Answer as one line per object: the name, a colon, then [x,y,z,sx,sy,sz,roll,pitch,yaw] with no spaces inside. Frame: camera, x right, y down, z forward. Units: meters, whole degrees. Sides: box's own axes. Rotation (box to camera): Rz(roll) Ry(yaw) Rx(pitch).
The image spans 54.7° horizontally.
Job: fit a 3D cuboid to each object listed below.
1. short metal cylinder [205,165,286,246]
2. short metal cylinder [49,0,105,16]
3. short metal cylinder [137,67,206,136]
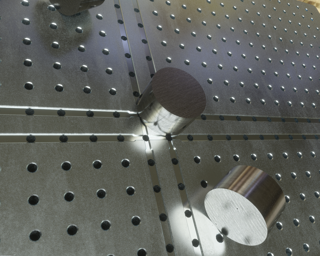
short metal cylinder: [0.102,0.092,0.373,0.080,0.080,0.050,50,51,6]
short metal cylinder: [-0.120,-0.205,0.434,0.080,0.080,0.050,47,51,4]
short metal cylinder: [0.015,-0.036,0.424,0.081,0.050,0.080,14,56,-21]
